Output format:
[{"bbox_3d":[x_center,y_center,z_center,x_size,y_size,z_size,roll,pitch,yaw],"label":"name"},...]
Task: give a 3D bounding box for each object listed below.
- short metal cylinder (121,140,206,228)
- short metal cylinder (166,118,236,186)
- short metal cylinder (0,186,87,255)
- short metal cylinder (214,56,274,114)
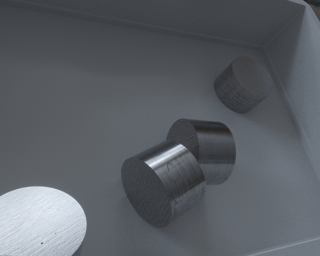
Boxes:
[{"bbox_3d":[0.002,0.059,0.337,0.050,0.080,0.080,-24,75,-37],"label":"short metal cylinder"},{"bbox_3d":[0.047,0.030,0.379,0.050,0.080,0.080,4,60,-27],"label":"short metal cylinder"},{"bbox_3d":[-0.105,0.095,0.257,0.081,0.050,0.080,13,33,-8],"label":"short metal cylinder"},{"bbox_3d":[0.137,-0.071,0.509,0.081,0.050,0.080,14,56,-21],"label":"short metal cylinder"}]
